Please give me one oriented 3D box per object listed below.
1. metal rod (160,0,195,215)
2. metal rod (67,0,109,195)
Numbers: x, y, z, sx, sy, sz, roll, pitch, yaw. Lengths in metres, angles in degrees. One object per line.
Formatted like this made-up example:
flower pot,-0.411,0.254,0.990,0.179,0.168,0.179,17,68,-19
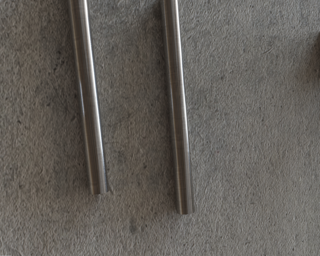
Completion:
metal rod,0.023,-0.034,0.418,0.025,0.025,0.298,-5,92,-20
metal rod,-0.090,-0.069,0.376,0.025,0.025,0.298,-7,92,-20
